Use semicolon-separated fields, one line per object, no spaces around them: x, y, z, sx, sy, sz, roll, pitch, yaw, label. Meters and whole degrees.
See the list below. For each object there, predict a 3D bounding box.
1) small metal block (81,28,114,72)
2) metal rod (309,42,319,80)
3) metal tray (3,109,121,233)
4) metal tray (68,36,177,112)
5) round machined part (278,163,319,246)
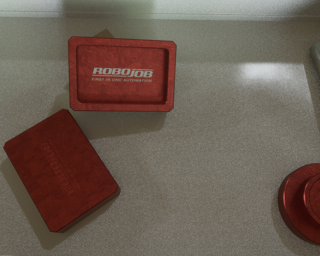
-0.085;-0.103;0.433;0.050;0.050;0.025;-35;74;-12;small metal block
0.247;0.016;0.392;0.025;0.025;0.299;-5;65;-2;metal rod
-0.121;0.051;0.387;0.090;0.030;0.130;-33;74;-12;metal tray
-0.048;-0.068;0.398;0.131;0.030;0.089;0;103;-9;metal tray
0.198;0.089;0.370;0.099;0.042;0.098;0;70;-1;round machined part
